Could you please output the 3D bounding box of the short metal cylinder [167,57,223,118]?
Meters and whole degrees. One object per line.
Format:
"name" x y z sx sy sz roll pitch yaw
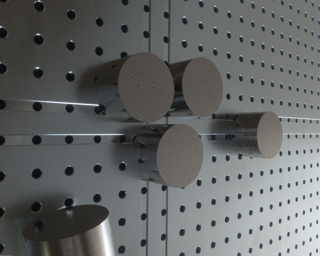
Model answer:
"short metal cylinder" 0.042 -0.054 0.430 0.081 0.050 0.079 0 90 -40

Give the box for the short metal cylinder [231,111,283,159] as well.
"short metal cylinder" 0.169 0.012 0.538 0.081 0.050 0.079 0 90 -40

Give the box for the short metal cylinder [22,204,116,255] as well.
"short metal cylinder" -0.086 0.114 0.303 0.081 0.080 0.050 -13 99 -40

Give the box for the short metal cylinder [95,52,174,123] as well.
"short metal cylinder" -0.029 -0.046 0.370 0.081 0.050 0.079 0 90 -40

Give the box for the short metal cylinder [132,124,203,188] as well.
"short metal cylinder" 0.011 0.035 0.404 0.081 0.050 0.079 0 90 -40
